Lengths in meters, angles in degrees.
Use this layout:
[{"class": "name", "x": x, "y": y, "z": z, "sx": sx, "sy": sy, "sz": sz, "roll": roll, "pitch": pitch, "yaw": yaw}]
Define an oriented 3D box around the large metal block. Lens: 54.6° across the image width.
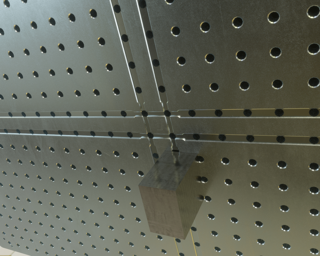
[{"class": "large metal block", "x": 0.019, "y": 0.088, "z": 0.420, "sx": 0.050, "sy": 0.080, "sz": 0.080, "roll": 3, "pitch": 120, "yaw": 27}]
